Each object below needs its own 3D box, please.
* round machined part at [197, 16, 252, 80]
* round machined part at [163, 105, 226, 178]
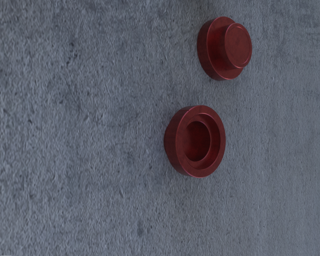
[{"bbox_3d":[0.107,-0.125,0.482,0.099,0.042,0.097,0,90,-40],"label":"round machined part"},{"bbox_3d":[0.044,0.018,0.430,0.099,0.042,0.097,0,90,-40],"label":"round machined part"}]
